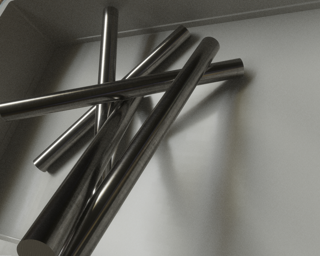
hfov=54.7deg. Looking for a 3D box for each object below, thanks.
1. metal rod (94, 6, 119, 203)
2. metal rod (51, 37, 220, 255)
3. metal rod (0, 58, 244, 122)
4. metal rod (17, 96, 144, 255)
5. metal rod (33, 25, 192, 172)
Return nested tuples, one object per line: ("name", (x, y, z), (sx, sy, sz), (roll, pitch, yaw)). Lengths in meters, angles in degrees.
("metal rod", (-0.077, -0.047, 0.441), (0.025, 0.025, 0.299), (-10, 67, 23))
("metal rod", (-0.003, -0.002, 0.309), (0.025, 0.025, 0.301), (8, 48, 31))
("metal rod", (-0.044, -0.049, 0.390), (0.302, 0.025, 0.025), (-11, 54, -4))
("metal rod", (-0.055, 0.012, 0.324), (0.025, 0.025, 0.301), (-19, 22, 17))
("metal rod", (-0.070, -0.045, 0.468), (0.300, 0.025, 0.025), (-43, 51, -2))
